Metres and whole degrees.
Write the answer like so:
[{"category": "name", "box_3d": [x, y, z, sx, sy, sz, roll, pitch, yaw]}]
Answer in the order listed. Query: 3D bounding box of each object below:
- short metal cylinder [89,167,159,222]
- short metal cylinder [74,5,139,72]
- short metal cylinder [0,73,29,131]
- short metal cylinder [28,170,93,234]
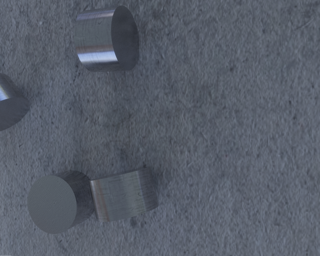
[{"category": "short metal cylinder", "box_3d": [-0.046, 0.083, 0.395, 0.080, 0.080, 0.050, -14, 86, 19]}, {"category": "short metal cylinder", "box_3d": [-0.066, -0.114, 0.402, 0.050, 0.080, 0.079, 0, 90, 20]}, {"category": "short metal cylinder", "box_3d": [-0.248, -0.036, 0.465, 0.080, 0.080, 0.050, -43, 77, 15]}, {"category": "short metal cylinder", "box_3d": [-0.139, 0.104, 0.443, 0.080, 0.050, 0.079, 0, 90, 19]}]
